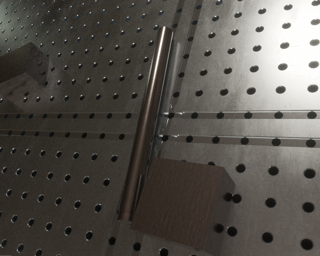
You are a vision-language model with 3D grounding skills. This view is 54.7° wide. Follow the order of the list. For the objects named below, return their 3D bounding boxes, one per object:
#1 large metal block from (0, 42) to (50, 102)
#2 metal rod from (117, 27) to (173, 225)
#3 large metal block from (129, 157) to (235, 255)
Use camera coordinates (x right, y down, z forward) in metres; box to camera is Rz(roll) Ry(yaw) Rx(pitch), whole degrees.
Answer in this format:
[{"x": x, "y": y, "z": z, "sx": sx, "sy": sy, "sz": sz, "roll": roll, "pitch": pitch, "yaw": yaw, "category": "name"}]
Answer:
[{"x": -0.265, "y": -0.106, "z": 0.593, "sx": 0.080, "sy": 0.050, "sz": 0.080, "roll": -18, "pitch": 55, "yaw": 17, "category": "large metal block"}, {"x": -0.015, "y": -0.022, "z": 0.427, "sx": 0.025, "sy": 0.025, "sz": 0.299, "roll": -4, "pitch": 60, "yaw": 26, "category": "metal rod"}, {"x": 0.026, "y": 0.082, "z": 0.327, "sx": 0.080, "sy": 0.050, "sz": 0.080, "roll": 5, "pitch": 64, "yaw": 30, "category": "large metal block"}]
